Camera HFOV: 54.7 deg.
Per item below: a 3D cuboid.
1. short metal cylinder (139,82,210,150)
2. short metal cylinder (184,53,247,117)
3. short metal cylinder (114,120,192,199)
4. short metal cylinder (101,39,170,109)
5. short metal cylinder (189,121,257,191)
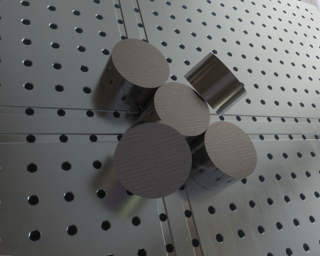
[{"bbox_3d":[0.019,-0.014,0.412,0.081,0.050,0.080,14,56,-21],"label":"short metal cylinder"},{"bbox_3d":[0.080,-0.063,0.449,0.080,0.050,0.080,47,10,-10],"label":"short metal cylinder"},{"bbox_3d":[-0.008,0.032,0.343,0.081,0.050,0.079,0,95,-3],"label":"short metal cylinder"},{"bbox_3d":[-0.034,-0.073,0.419,0.081,0.050,0.080,14,56,-21],"label":"short metal cylinder"},{"bbox_3d":[0.081,0.038,0.414,0.081,0.050,0.080,14,56,-21],"label":"short metal cylinder"}]
